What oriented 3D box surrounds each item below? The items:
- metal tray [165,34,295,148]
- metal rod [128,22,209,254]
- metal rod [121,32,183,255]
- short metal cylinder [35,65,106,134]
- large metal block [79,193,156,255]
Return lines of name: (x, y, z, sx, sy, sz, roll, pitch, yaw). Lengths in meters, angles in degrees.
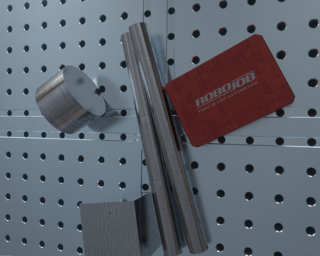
metal tray: (0.083, -0.042, 0.381, 0.130, 0.030, 0.090, -27, 81, 17)
metal rod: (0.010, 0.011, 0.400, 0.025, 0.025, 0.298, -16, 88, 19)
metal rod: (-0.012, 0.018, 0.416, 0.025, 0.025, 0.298, -13, 86, 19)
short metal cylinder: (-0.121, -0.038, 0.426, 0.050, 0.080, 0.080, -32, 80, 17)
large metal block: (-0.056, 0.135, 0.419, 0.080, 0.050, 0.080, -8, 87, 19)
